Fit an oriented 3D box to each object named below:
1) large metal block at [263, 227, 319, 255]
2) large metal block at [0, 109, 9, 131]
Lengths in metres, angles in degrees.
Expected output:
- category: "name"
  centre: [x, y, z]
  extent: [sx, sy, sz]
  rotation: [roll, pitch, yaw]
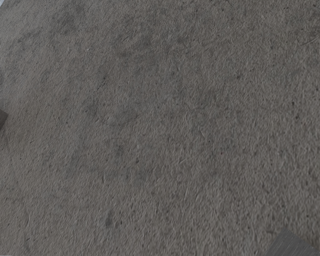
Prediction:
- category: "large metal block"
  centre: [0.113, 0.140, 0.243]
  extent: [0.080, 0.050, 0.080]
  rotation: [34, 81, 38]
- category: "large metal block"
  centre: [-0.342, -0.002, 0.569]
  extent: [0.080, 0.050, 0.080]
  rotation: [0, 62, 28]
